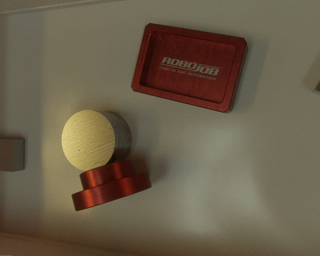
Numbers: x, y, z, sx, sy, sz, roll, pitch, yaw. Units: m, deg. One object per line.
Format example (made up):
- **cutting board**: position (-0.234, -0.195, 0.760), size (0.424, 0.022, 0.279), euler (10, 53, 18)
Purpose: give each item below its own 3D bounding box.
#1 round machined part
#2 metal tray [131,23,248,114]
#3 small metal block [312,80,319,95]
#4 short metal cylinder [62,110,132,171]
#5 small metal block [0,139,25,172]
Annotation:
- **round machined part**: position (-0.063, 0.069, 0.393), size (0.098, 0.098, 0.042), euler (-20, 81, 18)
- **metal tray**: position (0.036, -0.076, 0.394), size (0.130, 0.030, 0.089), euler (15, 95, 19)
- **small metal block**: position (0.206, -0.052, 0.338), size (0.050, 0.025, 0.050), euler (30, 99, 17)
- **short metal cylinder**: position (-0.086, 0.016, 0.426), size (0.080, 0.050, 0.079), euler (0, 90, 19)
- **small metal block**: position (-0.245, 0.042, 0.495), size (0.050, 0.025, 0.050), euler (2, 91, 19)
